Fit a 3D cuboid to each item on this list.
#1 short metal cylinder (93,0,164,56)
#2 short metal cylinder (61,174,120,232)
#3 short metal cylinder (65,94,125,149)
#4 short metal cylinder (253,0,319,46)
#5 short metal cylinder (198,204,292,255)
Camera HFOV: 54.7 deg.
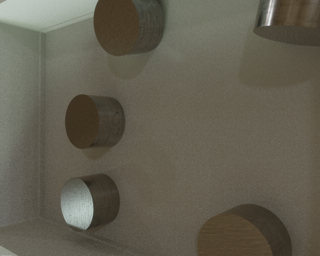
[{"bbox_3d":[-0.042,-0.138,0.410,0.080,0.050,0.079,14,114,35],"label":"short metal cylinder"},{"bbox_3d":[-0.108,0.113,0.477,0.080,0.050,0.079,0,90,39],"label":"short metal cylinder"},{"bbox_3d":[-0.099,-0.009,0.469,0.080,0.050,0.079,0,90,39],"label":"short metal cylinder"},{"bbox_3d":[0.126,-0.104,0.266,0.080,0.081,0.050,17,101,38],"label":"short metal cylinder"},{"bbox_3d":[0.086,0.123,0.318,0.080,0.050,0.079,0,90,39],"label":"short metal cylinder"}]
